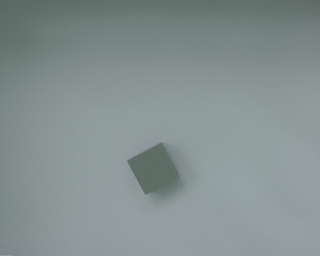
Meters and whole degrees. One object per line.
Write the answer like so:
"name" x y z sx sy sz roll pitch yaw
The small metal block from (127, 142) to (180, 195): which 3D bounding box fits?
"small metal block" -0.009 0.053 0.411 0.050 0.025 0.050 -28 90 -1
